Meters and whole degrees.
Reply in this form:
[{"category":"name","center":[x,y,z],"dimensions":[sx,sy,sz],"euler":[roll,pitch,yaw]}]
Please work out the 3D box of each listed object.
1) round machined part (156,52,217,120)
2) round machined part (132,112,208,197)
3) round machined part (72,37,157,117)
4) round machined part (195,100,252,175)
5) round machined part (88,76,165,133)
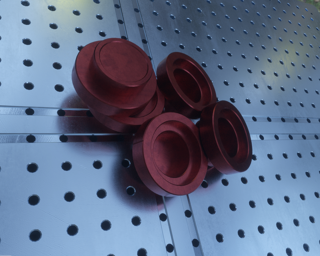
[{"category":"round machined part","center":[0.032,-0.055,0.438],"dimensions":[0.098,0.042,0.098],"euler":[27,47,-32]},{"category":"round machined part","center":[0.008,0.033,0.372],"dimensions":[0.099,0.042,0.098],"euler":[13,68,-35]},{"category":"round machined part","center":[-0.048,-0.065,0.358],"dimensions":[0.099,0.042,0.098],"euler":[14,56,-21]},{"category":"round machined part","center":[0.082,0.015,0.419],"dimensions":[0.098,0.042,0.098],"euler":[24,56,-42]},{"category":"round machined part","center":[-0.047,-0.036,0.394],"dimensions":[0.099,0.042,0.098],"euler":[14,56,-21]}]
